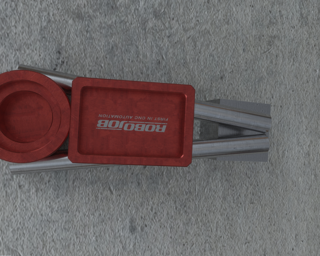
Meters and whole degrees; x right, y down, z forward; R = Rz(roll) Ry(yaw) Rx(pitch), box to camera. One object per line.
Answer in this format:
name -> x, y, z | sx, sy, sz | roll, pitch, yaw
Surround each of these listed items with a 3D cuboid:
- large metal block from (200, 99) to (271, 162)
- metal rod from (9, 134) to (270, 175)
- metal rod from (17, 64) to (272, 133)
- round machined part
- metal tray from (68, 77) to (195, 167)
large metal block -> 0.104, 0.004, 0.435 | 0.081, 0.050, 0.080 | 4, 89, -20
metal rod -> -0.017, 0.030, 0.371 | 0.302, 0.025, 0.025 | -4, 92, -8
metal rod -> -0.012, -0.033, 0.372 | 0.302, 0.025, 0.025 | 11, 86, -7
round machined part -> -0.146, -0.012, 0.342 | 0.099, 0.042, 0.097 | 0, 90, -10
metal tray -> -0.030, -0.005, 0.342 | 0.131, 0.030, 0.089 | 3, 89, -8
